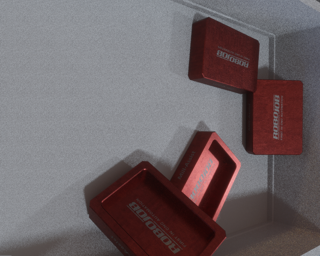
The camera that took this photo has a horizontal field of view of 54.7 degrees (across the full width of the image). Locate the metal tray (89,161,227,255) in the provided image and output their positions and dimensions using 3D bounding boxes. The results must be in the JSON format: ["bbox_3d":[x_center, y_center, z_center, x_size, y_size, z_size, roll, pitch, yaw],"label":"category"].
[{"bbox_3d":[-0.004,0.107,0.346,0.091,0.130,0.030,-35,156,-35],"label":"metal tray"}]

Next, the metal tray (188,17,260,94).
[{"bbox_3d":[0.105,-0.110,0.491,0.131,0.030,0.089,8,85,-38],"label":"metal tray"}]

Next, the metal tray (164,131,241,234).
[{"bbox_3d":[0.064,0.080,0.459,0.090,0.030,0.130,47,62,-30],"label":"metal tray"}]

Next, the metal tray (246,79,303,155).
[{"bbox_3d":[0.201,-0.018,0.545,0.091,0.030,0.129,1,90,-6],"label":"metal tray"}]
